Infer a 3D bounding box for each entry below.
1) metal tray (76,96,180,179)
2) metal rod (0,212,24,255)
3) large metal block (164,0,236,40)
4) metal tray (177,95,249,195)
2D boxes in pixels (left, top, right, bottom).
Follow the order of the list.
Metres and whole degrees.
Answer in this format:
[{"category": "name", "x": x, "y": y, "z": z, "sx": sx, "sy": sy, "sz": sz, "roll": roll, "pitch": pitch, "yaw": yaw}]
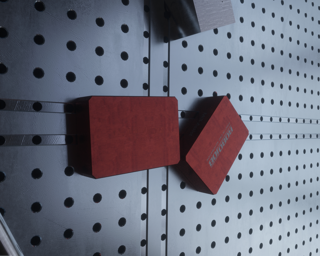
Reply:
[{"category": "metal tray", "x": -0.034, "y": 0.007, "z": 0.379, "sx": 0.131, "sy": 0.030, "sz": 0.089, "roll": -4, "pitch": 93, "yaw": -40}, {"category": "metal rod", "x": -0.176, "y": 0.028, "z": 0.262, "sx": 0.025, "sy": 0.025, "sz": 0.298, "roll": -31, "pitch": 110, "yaw": -36}, {"category": "large metal block", "x": 0.055, "y": -0.178, "z": 0.441, "sx": 0.081, "sy": 0.050, "sz": 0.080, "roll": -27, "pitch": 107, "yaw": -37}, {"category": "metal tray", "x": 0.081, "y": 0.024, "z": 0.477, "sx": 0.090, "sy": 0.030, "sz": 0.130, "roll": 51, "pitch": 60, "yaw": -28}]
